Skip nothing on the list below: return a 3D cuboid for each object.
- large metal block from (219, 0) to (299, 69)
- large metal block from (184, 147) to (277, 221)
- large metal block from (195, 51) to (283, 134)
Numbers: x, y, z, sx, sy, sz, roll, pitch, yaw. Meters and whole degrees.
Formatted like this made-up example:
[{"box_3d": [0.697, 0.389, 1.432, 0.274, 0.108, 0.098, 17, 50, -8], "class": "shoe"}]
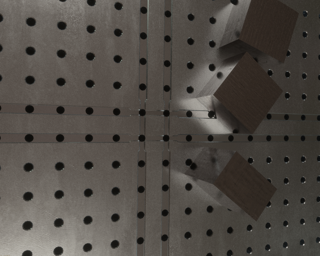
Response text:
[{"box_3d": [0.145, -0.143, 0.454, 0.080, 0.050, 0.080, 21, 83, -19], "class": "large metal block"}, {"box_3d": [0.093, 0.072, 0.419, 0.080, 0.080, 0.050, 41, 77, -16], "class": "large metal block"}, {"box_3d": [0.113, -0.048, 0.443, 0.080, 0.050, 0.080, 42, 77, -16], "class": "large metal block"}]
